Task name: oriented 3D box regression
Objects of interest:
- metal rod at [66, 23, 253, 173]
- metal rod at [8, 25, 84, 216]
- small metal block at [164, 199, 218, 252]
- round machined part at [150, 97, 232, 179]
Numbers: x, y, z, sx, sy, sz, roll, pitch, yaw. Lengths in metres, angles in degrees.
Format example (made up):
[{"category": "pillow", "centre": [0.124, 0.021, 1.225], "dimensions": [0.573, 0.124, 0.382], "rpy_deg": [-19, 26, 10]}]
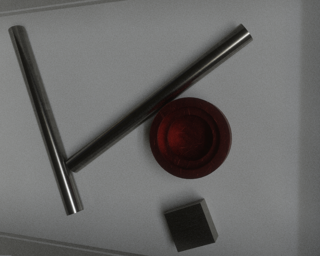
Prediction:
[{"category": "metal rod", "centre": [-0.012, -0.030, 0.413], "dimensions": [0.300, 0.025, 0.025], "rpy_deg": [-36, 79, 16]}, {"category": "metal rod", "centre": [-0.175, -0.016, 0.470], "dimensions": [0.025, 0.025, 0.299], "rpy_deg": [-22, 83, 18]}, {"category": "small metal block", "centre": [0.040, 0.124, 0.396], "dimensions": [0.050, 0.025, 0.050], "rpy_deg": [-22, 83, 18]}, {"category": "round machined part", "centre": [0.040, 0.012, 0.387], "dimensions": [0.098, 0.042, 0.097], "rpy_deg": [0, 90, 19]}]
